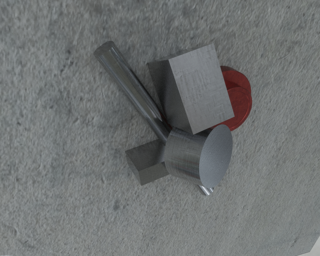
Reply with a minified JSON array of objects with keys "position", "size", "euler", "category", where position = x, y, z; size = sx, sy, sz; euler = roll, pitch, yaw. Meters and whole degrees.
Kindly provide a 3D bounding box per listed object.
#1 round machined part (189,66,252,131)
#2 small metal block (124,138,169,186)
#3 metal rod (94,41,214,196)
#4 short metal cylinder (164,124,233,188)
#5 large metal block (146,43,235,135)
[{"position":[0.086,-0.032,0.426],"size":[0.099,0.042,0.097],"euler":[-14,125,-21],"category":"round machined part"},{"position":[-0.013,0.044,0.414],"size":[0.050,0.050,0.025],"euler":[-20,126,-18],"category":"small metal block"},{"position":[0.010,0.009,0.421],"size":[0.025,0.025,0.300],"euler":[-39,130,-3],"category":"metal rod"},{"position":[0.050,0.030,0.392],"size":[0.081,0.050,0.079],"euler":[-19,115,-48],"category":"short metal cylinder"},{"position":[0.032,-0.045,0.350],"size":[0.050,0.080,0.080],"euler":[-23,105,-13],"category":"large metal block"}]
